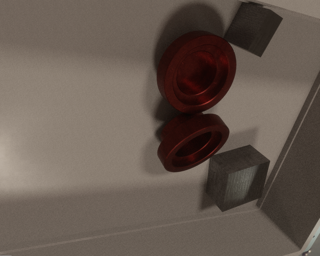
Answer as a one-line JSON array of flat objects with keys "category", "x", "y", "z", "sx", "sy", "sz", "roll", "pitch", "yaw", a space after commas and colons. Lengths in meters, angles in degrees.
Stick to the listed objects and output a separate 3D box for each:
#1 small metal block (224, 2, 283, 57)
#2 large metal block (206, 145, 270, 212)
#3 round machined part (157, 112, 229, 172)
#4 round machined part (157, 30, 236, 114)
[{"category": "small metal block", "x": 0.113, "y": -0.121, "z": 0.381, "sx": 0.025, "sy": 0.050, "sz": 0.050, "roll": 15, "pitch": 111, "yaw": -35}, {"category": "large metal block", "x": 0.128, "y": 0.082, "z": 0.516, "sx": 0.081, "sy": 0.050, "sz": 0.079, "roll": -13, "pitch": 124, "yaw": -22}, {"category": "round machined part", "x": 0.040, "y": 0.014, "z": 0.416, "sx": 0.099, "sy": 0.042, "sz": 0.098, "roll": -23, "pitch": 149, "yaw": -14}, {"category": "round machined part", "x": 0.040, "y": -0.070, "z": 0.378, "sx": 0.099, "sy": 0.042, "sz": 0.097, "roll": -14, "pitch": 124, "yaw": -21}]
